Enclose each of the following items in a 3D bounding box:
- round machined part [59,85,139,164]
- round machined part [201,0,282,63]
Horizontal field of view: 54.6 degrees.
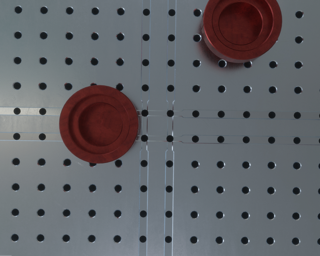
[{"bbox_3d":[-0.076,-0.005,0.404,0.099,0.042,0.097,0,90,0],"label":"round machined part"},{"bbox_3d":[0.103,-0.134,0.405,0.099,0.042,0.097,0,90,0],"label":"round machined part"}]
